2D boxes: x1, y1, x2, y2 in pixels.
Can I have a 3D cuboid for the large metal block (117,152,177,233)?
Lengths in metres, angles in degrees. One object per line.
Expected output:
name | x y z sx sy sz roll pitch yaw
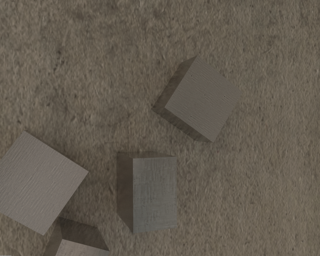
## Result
large metal block | -0.019 0.072 0.374 0.050 0.080 0.079 0 90 -20

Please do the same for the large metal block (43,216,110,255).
large metal block | -0.102 0.154 0.343 0.050 0.080 0.080 24 82 -19

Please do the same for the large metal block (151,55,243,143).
large metal block | 0.049 -0.036 0.415 0.080 0.050 0.080 35 79 -17

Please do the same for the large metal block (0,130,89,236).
large metal block | -0.140 0.058 0.345 0.080 0.050 0.080 37 78 -17
